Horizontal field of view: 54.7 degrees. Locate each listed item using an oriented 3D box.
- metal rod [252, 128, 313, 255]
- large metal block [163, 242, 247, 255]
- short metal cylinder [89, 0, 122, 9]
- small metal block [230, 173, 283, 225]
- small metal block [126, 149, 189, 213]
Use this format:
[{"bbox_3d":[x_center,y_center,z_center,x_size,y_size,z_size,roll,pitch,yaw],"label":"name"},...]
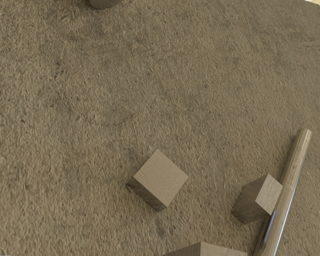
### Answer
[{"bbox_3d":[0.173,0.100,0.435,0.025,0.025,0.301,40,51,-1],"label":"metal rod"},{"bbox_3d":[0.038,0.160,0.291,0.050,0.080,0.080,20,54,-17],"label":"large metal block"},{"bbox_3d":[-0.084,-0.226,0.461,0.081,0.080,0.050,-29,78,-37],"label":"short metal cylinder"},{"bbox_3d":[0.124,0.092,0.398,0.025,0.050,0.050,43,51,1],"label":"small metal block"},{"bbox_3d":[-0.003,0.062,0.365,0.050,0.025,0.050,42,51,0],"label":"small metal block"}]
